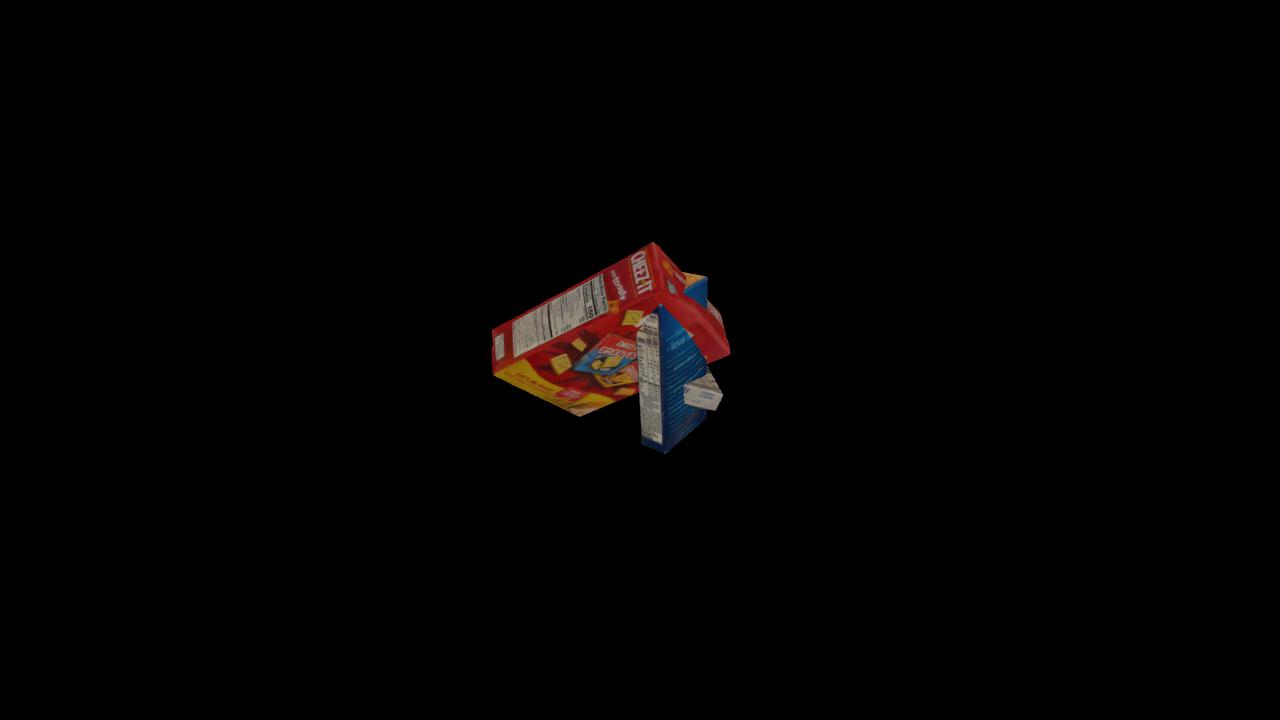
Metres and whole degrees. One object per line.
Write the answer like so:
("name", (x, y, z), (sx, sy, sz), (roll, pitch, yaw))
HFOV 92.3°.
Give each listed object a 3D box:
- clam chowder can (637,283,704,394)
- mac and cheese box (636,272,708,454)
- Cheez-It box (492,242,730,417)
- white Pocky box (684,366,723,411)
("clam chowder can", (0.008, -0.057, 0.708), (0.102, 0.068, 0.068), (0, 0, -4))
("mac and cheese box", (0.037, 0.004, 0.686), (0.041, 0.184, 0.093), (18, 35, 34))
("Cheez-It box", (-0.032, -0.022, 0.703), (0.223, 0.071, 0.166), (-24, -33, 22))
("white Pocky box", (0.039, 0.002, 0.748), (0.084, 0.028, 0.154), (14, 27, -21))
